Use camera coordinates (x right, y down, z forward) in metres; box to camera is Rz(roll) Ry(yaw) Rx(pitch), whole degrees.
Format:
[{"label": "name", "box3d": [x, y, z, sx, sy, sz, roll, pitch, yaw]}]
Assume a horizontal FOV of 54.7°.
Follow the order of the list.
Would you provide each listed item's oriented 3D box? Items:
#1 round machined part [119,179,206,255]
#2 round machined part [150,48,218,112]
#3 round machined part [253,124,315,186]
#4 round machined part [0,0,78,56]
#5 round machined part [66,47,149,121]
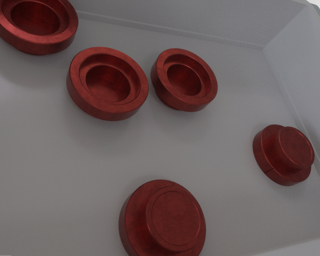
[{"label": "round machined part", "box3d": [0.009, 0.102, 0.337, 0.099, 0.042, 0.098, 14, 56, -21]}, {"label": "round machined part", "box3d": [0.031, -0.065, 0.451, 0.099, 0.042, 0.098, 14, 56, -21]}, {"label": "round machined part", "box3d": [0.196, 0.037, 0.478, 0.099, 0.042, 0.098, 14, 56, -21]}, {"label": "round machined part", "box3d": [-0.157, -0.131, 0.389, 0.099, 0.042, 0.098, 13, 58, -22]}, {"label": "round machined part", "box3d": [-0.067, -0.051, 0.389, 0.099, 0.042, 0.098, 14, 56, -21]}]
